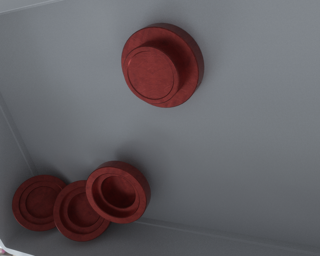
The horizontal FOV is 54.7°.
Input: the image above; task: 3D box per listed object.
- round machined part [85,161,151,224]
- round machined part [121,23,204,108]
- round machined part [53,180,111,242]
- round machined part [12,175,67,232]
[{"bbox_3d":[-0.060,0.094,0.477,0.098,0.042,0.097,6,111,15],"label":"round machined part"},{"bbox_3d":[-0.002,-0.067,0.357,0.098,0.042,0.097,13,124,20],"label":"round machined part"},{"bbox_3d":[-0.125,0.137,0.524,0.099,0.042,0.097,0,80,2],"label":"round machined part"},{"bbox_3d":[-0.213,0.134,0.564,0.098,0.098,0.042,49,159,-7],"label":"round machined part"}]
